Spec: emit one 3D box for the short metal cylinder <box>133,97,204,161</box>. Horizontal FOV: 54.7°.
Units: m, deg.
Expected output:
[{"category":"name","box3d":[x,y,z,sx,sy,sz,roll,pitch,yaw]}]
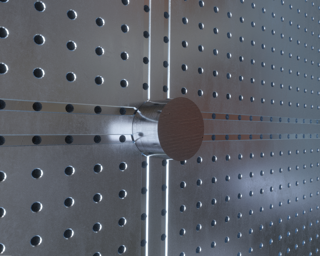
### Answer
[{"category":"short metal cylinder","box3d":[0.012,0.001,0.404,0.081,0.050,0.079,0,90,-40]}]
